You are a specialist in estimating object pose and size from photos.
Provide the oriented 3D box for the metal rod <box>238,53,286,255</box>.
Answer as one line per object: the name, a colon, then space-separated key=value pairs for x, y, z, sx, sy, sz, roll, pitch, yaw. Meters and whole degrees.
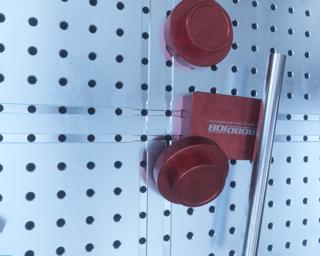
metal rod: x=0.142 y=0.045 z=0.432 sx=0.025 sy=0.025 sz=0.298 roll=10 pitch=87 yaw=-20

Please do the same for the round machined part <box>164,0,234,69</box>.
round machined part: x=0.059 y=-0.133 z=0.425 sx=0.099 sy=0.042 sz=0.097 roll=0 pitch=90 yaw=-20

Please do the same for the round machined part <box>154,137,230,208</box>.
round machined part: x=0.045 y=0.063 z=0.398 sx=0.099 sy=0.042 sz=0.097 roll=-8 pitch=122 yaw=-13

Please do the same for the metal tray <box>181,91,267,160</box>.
metal tray: x=0.097 y=-0.001 z=0.445 sx=0.131 sy=0.030 sz=0.089 roll=4 pitch=89 yaw=-20

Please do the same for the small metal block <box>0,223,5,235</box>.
small metal block: x=-0.209 y=0.116 z=0.336 sx=0.050 sy=0.025 sz=0.050 roll=44 pitch=76 yaw=-15
